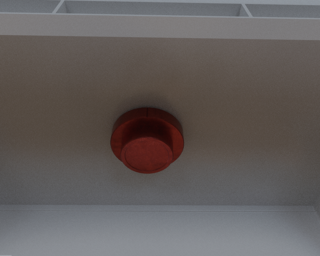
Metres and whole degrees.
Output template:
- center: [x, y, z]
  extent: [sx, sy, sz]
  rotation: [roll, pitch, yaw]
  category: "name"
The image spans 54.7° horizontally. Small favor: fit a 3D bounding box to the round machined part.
- center: [-0.017, 0.023, 0.413]
  extent: [0.099, 0.042, 0.097]
  rotation: [-1, 130, 0]
  category: "round machined part"
